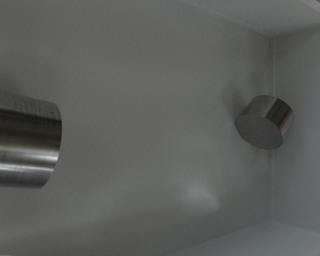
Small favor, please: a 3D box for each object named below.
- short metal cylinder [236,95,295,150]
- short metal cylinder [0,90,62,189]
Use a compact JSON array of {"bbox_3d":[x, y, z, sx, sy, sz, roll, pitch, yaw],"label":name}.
[{"bbox_3d":[0.177,-0.009,0.523,0.050,0.080,0.080,-50,120,-29],"label":"short metal cylinder"},{"bbox_3d":[-0.126,0.011,0.266,0.050,0.080,0.080,14,81,-40],"label":"short metal cylinder"}]
